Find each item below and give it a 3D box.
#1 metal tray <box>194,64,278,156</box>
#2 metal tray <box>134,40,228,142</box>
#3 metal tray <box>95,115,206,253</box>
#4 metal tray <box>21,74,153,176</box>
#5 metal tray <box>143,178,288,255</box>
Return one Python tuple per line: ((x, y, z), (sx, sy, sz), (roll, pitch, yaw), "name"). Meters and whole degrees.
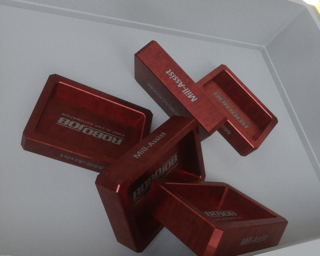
((0.114, -0.031, 0.484), (0.130, 0.030, 0.091), (47, 51, 5), "metal tray")
((0.021, -0.041, 0.399), (0.030, 0.090, 0.130), (-42, 85, -10), "metal tray")
((-0.001, 0.055, 0.334), (0.131, 0.030, 0.089), (-39, 128, -39), "metal tray")
((-0.078, 0.000, 0.360), (0.131, 0.030, 0.090), (20, 54, -17), "metal tray")
((0.059, 0.087, 0.317), (0.131, 0.030, 0.090), (12, 11, -44), "metal tray")
